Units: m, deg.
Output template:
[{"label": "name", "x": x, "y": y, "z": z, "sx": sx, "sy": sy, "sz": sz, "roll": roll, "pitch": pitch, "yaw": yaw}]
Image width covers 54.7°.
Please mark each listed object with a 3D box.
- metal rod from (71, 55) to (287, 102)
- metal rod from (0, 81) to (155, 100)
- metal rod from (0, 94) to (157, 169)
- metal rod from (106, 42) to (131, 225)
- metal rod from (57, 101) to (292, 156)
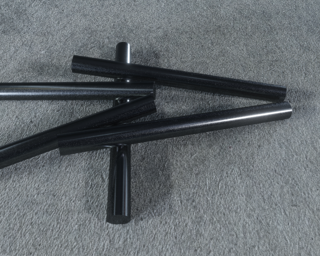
[{"label": "metal rod", "x": 0.028, "y": -0.070, "z": 0.442, "sx": 0.302, "sy": 0.025, "sz": 0.025, "roll": 8, "pitch": 50, "yaw": -2}, {"label": "metal rod", "x": -0.157, "y": -0.051, "z": 0.427, "sx": 0.302, "sy": 0.025, "sz": 0.025, "roll": 1, "pitch": 50, "yaw": 7}, {"label": "metal rod", "x": -0.148, "y": 0.021, "z": 0.367, "sx": 0.302, "sy": 0.025, "sz": 0.025, "roll": -21, "pitch": 53, "yaw": -10}, {"label": "metal rod", "x": -0.052, "y": -0.019, "z": 0.419, "sx": 0.025, "sy": 0.025, "sz": 0.300, "roll": -2, "pitch": 50, "yaw": -2}, {"label": "metal rod", "x": 0.031, "y": -0.003, "z": 0.387, "sx": 0.302, "sy": 0.025, "sz": 0.025, "roll": -9, "pitch": 50, "yaw": -16}]
